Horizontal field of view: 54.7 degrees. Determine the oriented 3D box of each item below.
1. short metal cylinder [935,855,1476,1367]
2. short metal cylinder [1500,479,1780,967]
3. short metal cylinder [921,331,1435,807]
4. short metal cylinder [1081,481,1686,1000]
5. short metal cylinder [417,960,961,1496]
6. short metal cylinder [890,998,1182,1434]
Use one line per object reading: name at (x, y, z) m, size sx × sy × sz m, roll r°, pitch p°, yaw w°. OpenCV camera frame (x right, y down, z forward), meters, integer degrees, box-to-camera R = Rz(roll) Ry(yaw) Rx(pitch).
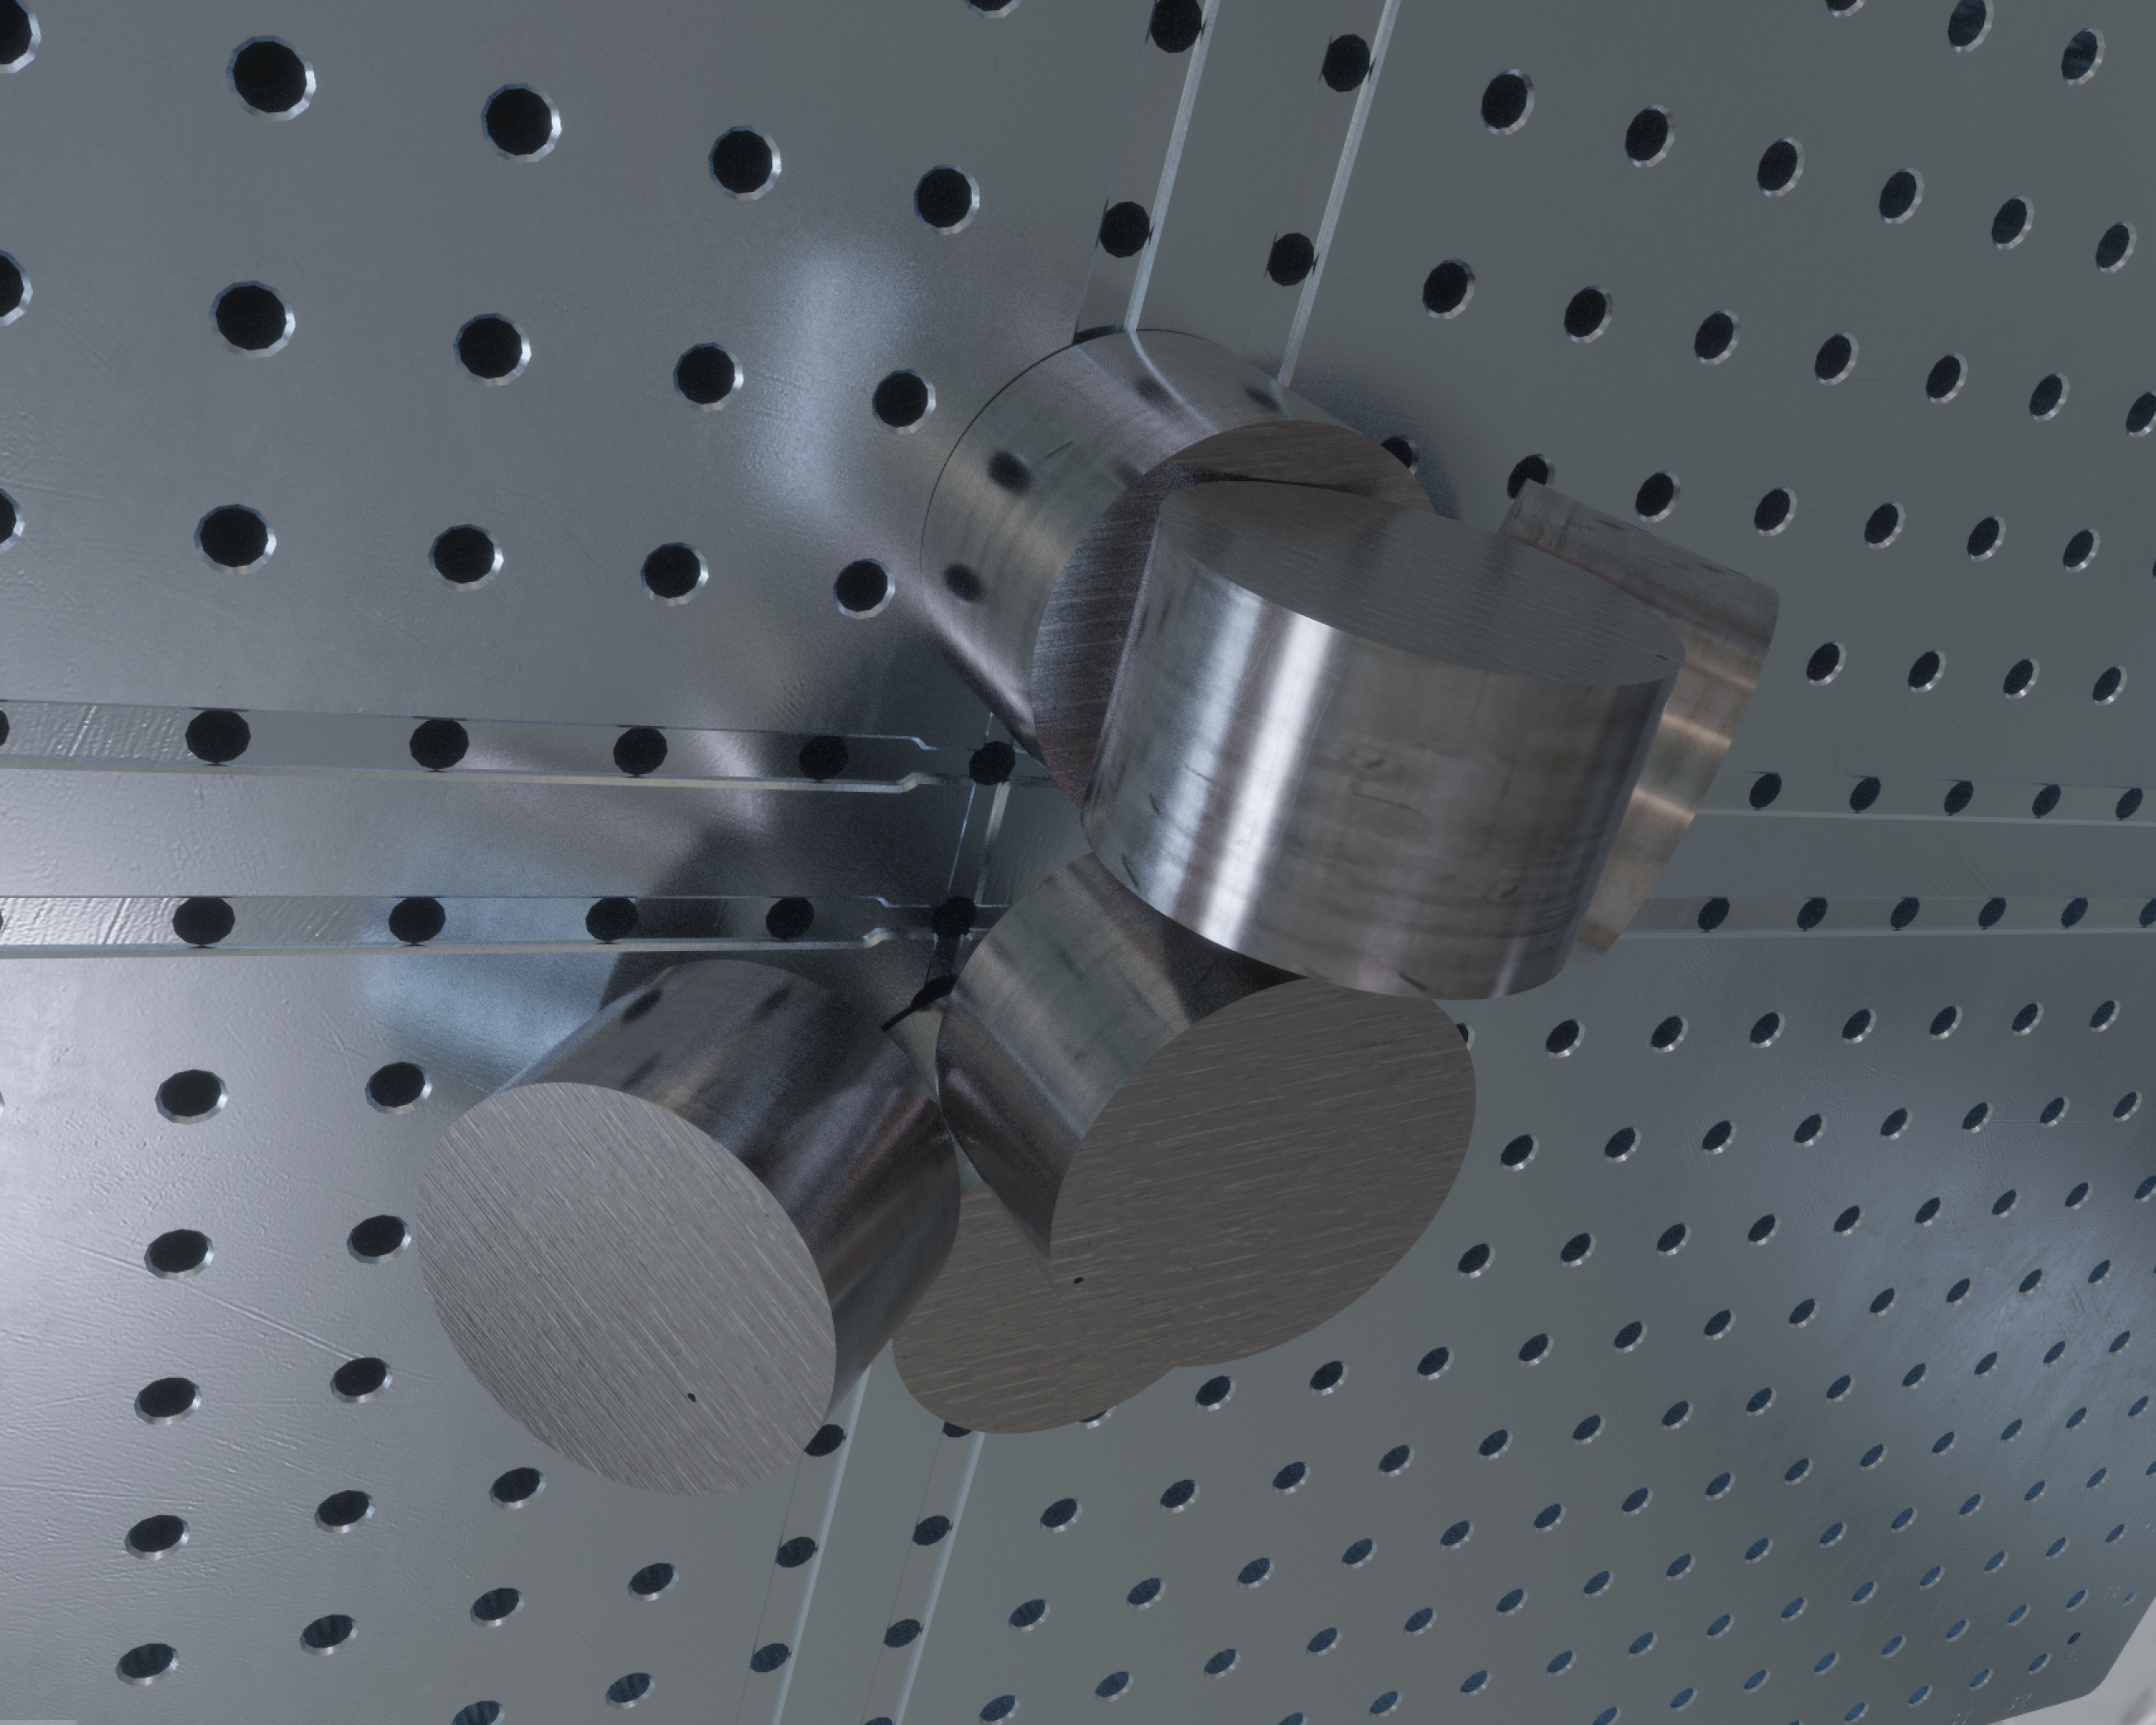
short metal cylinder at (0.022, 0.041, 0.366) m, size 0.081 × 0.050 × 0.079 m, roll -14°, pitch 124°, yaw -21°
short metal cylinder at (0.091, -0.027, 0.400) m, size 0.050 × 0.080 × 0.079 m, roll 26°, pitch 109°, yaw 5°
short metal cylinder at (0.019, -0.049, 0.374) m, size 0.081 × 0.050 × 0.079 m, roll -14°, pitch 125°, yaw -21°
short metal cylinder at (0.045, -0.021, 0.321) m, size 0.081 × 0.080 × 0.050 m, roll 0°, pitch 118°, yaw -29°
short metal cylinder at (-0.068, 0.064, 0.371) m, size 0.050 × 0.080 × 0.079 m, roll -46°, pitch 152°, yaw -60°
short metal cylinder at (-0.010, 0.071, 0.432) m, size 0.081 × 0.050 × 0.079 m, roll -14°, pitch 125°, yaw -21°
